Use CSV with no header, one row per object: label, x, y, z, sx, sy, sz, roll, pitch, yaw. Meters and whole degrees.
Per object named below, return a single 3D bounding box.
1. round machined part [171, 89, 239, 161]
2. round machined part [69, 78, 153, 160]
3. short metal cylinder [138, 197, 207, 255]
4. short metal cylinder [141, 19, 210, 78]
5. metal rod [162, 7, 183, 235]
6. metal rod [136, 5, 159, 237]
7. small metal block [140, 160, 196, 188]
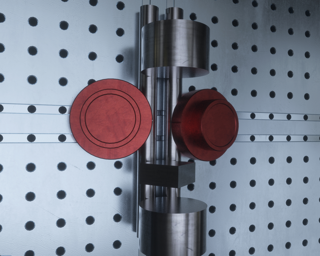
round machined part,0.067,-0.004,0.414,0.099,0.042,0.097,0,91,-35
round machined part,-0.058,-0.011,0.369,0.099,0.042,0.097,0,90,-6
short metal cylinder,0.015,0.115,0.366,0.081,0.080,0.050,1,90,-20
short metal cylinder,0.018,-0.090,0.366,0.081,0.080,0.050,1,90,-20
metal rod,0.017,-0.009,0.418,0.025,0.025,0.298,1,90,-20
metal rod,-0.016,-0.008,0.406,0.025,0.025,0.298,1,90,-20
small metal block,0.010,0.055,0.378,0.050,0.050,0.025,2,89,-62
